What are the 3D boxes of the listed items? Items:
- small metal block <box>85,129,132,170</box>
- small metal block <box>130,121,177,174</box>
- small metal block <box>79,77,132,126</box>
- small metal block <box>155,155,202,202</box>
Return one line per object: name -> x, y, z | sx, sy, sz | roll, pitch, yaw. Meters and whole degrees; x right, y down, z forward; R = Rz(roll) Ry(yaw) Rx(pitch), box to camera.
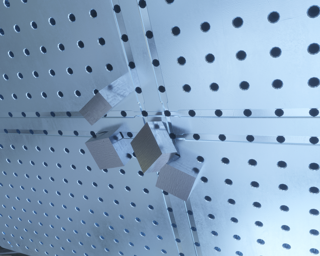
small metal block -> -0.078, 0.034, 0.474 | 0.050, 0.025, 0.050 | -13, 112, 33
small metal block -> -0.010, 0.026, 0.418 | 0.050, 0.025, 0.050 | -50, 55, 39
small metal block -> -0.072, -0.035, 0.412 | 0.025, 0.050, 0.050 | 50, 129, -7
small metal block -> 0.026, 0.070, 0.441 | 0.050, 0.025, 0.050 | 24, 127, 13
